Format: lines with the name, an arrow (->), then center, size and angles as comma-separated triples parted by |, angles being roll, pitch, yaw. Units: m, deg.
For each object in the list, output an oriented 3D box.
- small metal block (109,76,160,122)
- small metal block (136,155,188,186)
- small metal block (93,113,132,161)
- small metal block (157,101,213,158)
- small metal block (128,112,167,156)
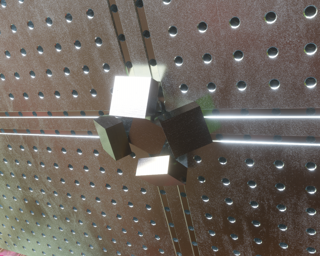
small metal block -> -0.032, -0.037, 0.388 | 0.050, 0.025, 0.050 | 6, 85, 25
small metal block -> 0.003, 0.061, 0.430 | 0.050, 0.025, 0.050 | -9, 150, 32
small metal block -> -0.067, 0.012, 0.437 | 0.050, 0.025, 0.050 | 29, 138, 56
small metal block -> 0.031, 0.002, 0.380 | 0.050, 0.025, 0.050 | -23, 110, -1
small metal block -> -0.012, 0.006, 0.419 | 0.050, 0.025, 0.050 | 28, 128, 10
